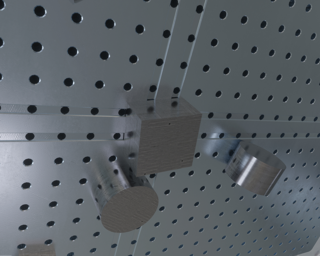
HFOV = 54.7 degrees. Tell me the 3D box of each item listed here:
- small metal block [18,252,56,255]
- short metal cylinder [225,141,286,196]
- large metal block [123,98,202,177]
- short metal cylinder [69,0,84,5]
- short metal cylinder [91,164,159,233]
[{"bbox_3d":[-0.179,0.206,0.441,0.050,0.025,0.050,11,113,-33],"label":"small metal block"},{"bbox_3d":[0.153,0.063,0.499,0.081,0.080,0.050,13,112,-34],"label":"short metal cylinder"},{"bbox_3d":[0.001,0.010,0.402,0.081,0.050,0.079,-7,122,-25],"label":"large metal block"},{"bbox_3d":[-0.066,-0.148,0.248,0.050,0.080,0.080,-30,129,-10],"label":"short metal cylinder"},{"bbox_3d":[-0.049,0.097,0.429,0.081,0.050,0.079,-14,124,-21],"label":"short metal cylinder"}]
